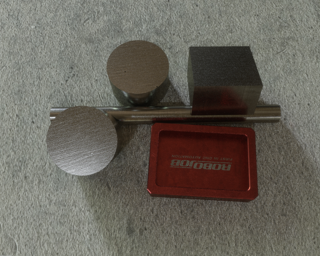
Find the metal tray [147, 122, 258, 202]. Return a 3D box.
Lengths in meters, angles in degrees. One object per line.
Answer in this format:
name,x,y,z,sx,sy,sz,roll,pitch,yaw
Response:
metal tray,0.052,0.043,0.390,0.131,0.030,0.090,3,70,1

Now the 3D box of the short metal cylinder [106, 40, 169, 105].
short metal cylinder,-0.029,-0.071,0.422,0.081,0.050,0.080,0,69,0

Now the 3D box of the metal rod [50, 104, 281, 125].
metal rod,0.008,-0.018,0.417,0.302,0.025,0.025,-1,70,-1

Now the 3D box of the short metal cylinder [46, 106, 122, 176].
short metal cylinder,-0.089,0.014,0.377,0.081,0.050,0.079,0,91,-1

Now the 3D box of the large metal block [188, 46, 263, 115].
large metal block,0.080,-0.063,0.406,0.081,0.050,0.080,-1,49,-1
